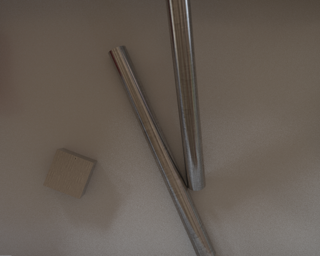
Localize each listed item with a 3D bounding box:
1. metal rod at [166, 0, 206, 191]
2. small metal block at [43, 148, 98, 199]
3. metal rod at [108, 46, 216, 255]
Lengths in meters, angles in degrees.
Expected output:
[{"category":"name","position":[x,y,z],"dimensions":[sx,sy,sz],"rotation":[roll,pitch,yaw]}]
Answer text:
[{"category":"metal rod","position":[0.029,-0.057,0.351],"dimensions":[0.025,0.025,0.298],"rotation":[-9,115,0]},{"category":"small metal block","position":[-0.118,0.059,0.410],"dimensions":[0.050,0.025,0.050],"rotation":[21,90,-1]},{"category":"metal rod","position":[0.003,0.034,0.411],"dimensions":[0.025,0.025,0.299],"rotation":[-24,90,0]}]
